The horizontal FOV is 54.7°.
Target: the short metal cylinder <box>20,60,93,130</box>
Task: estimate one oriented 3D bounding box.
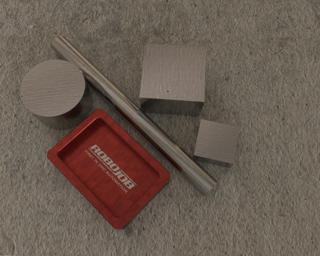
[{"bbox_3d":[-0.134,-0.043,0.410,0.081,0.050,0.080,0,70,0],"label":"short metal cylinder"}]

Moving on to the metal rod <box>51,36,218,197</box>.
[{"bbox_3d":[-0.043,-0.024,0.417,0.025,0.025,0.300,-43,76,-14],"label":"metal rod"}]

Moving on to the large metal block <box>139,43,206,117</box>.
[{"bbox_3d":[0.018,-0.064,0.420,0.081,0.050,0.080,4,70,1],"label":"large metal block"}]

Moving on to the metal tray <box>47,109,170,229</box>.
[{"bbox_3d":[-0.063,0.049,0.388,0.130,0.030,0.090,42,75,13],"label":"metal tray"}]

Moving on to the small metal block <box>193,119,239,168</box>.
[{"bbox_3d":[0.072,0.020,0.403,0.050,0.025,0.050,12,70,4],"label":"small metal block"}]
